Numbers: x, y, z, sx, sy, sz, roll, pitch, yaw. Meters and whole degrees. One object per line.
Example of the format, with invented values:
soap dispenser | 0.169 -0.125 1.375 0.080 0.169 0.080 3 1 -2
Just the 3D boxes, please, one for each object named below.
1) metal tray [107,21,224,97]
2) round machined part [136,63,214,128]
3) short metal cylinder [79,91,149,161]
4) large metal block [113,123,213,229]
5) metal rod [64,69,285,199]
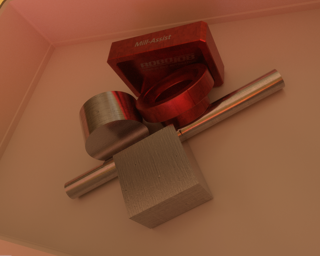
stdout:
metal tray | 0.009 -0.083 0.406 0.130 0.090 0.030 -6 59 24
round machined part | 0.023 -0.036 0.384 0.098 0.042 0.098 -26 24 13
short metal cylinder | -0.060 -0.001 0.399 0.080 0.080 0.050 -29 52 9
large metal block | 0.002 0.055 0.350 0.080 0.050 0.080 -29 52 9
metal rod | 0.011 0.012 0.389 0.301 0.025 0.025 -29 52 9
